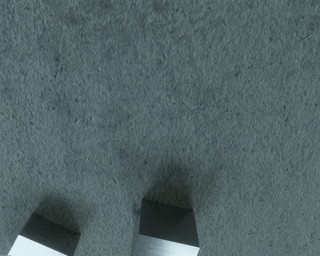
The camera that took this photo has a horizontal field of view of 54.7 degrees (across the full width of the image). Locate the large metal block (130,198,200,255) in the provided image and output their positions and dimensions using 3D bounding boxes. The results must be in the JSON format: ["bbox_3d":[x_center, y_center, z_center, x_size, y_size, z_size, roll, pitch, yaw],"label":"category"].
[{"bbox_3d":[0.005,0.151,0.436,0.080,0.080,0.050,15,110,-6],"label":"large metal block"}]

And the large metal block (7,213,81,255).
[{"bbox_3d":[-0.178,0.188,0.464,0.080,0.050,0.080,29,107,-10],"label":"large metal block"}]
